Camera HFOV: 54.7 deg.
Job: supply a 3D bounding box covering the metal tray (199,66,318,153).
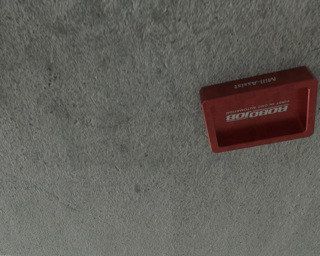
[{"bbox_3d":[0.122,-0.019,0.388,0.131,0.030,0.090,-11,130,9],"label":"metal tray"}]
